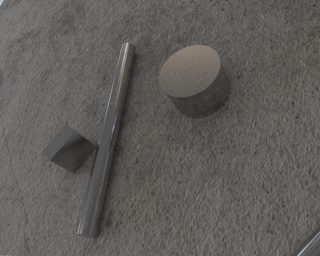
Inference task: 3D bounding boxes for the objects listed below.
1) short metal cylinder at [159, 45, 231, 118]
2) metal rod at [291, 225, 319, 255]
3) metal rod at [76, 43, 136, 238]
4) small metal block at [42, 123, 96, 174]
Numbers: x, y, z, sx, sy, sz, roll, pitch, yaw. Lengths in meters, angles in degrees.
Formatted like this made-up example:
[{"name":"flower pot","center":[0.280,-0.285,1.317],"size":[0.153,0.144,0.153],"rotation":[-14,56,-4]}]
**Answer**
[{"name":"short metal cylinder","center":[0.046,-0.060,0.400],"size":[0.080,0.050,0.080],"rotation":[-13,56,21]},{"name":"metal rod","center":[0.110,0.132,0.264],"size":[0.300,0.025,0.025],"rotation":[-45,51,-4]},{"name":"metal rod","center":[-0.070,-0.001,0.441],"size":[0.025,0.025,0.299],"rotation":[-6,59,25]},{"name":"small metal block","center":[-0.126,0.030,0.436],"size":[0.025,0.050,0.050],"rotation":[32,80,38]}]
